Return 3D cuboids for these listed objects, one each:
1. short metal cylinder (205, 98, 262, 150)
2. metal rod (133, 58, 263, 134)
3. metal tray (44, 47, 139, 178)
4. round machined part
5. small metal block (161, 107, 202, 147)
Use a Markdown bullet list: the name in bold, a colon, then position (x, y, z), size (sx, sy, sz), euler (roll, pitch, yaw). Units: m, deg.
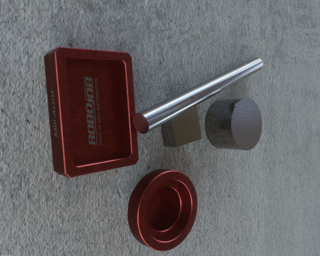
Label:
- **short metal cylinder**: position (0.117, -0.006, 0.489), size (0.081, 0.050, 0.079), euler (0, 90, -40)
- **metal rod**: position (0.075, -0.059, 0.449), size (0.302, 0.025, 0.025), euler (-29, 109, -43)
- **metal tray**: position (-0.072, -0.018, 0.341), size (0.091, 0.030, 0.129), euler (-7, 94, -40)
- **round machined part**: position (-0.001, 0.101, 0.395), size (0.099, 0.042, 0.097), euler (0, 90, -40)
- **small metal block**: position (0.029, -0.004, 0.431), size (0.050, 0.025, 0.050), euler (-15, 100, -39)
